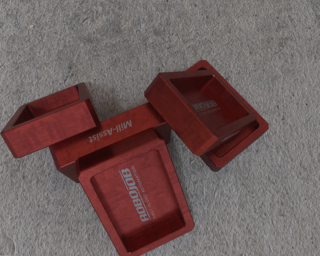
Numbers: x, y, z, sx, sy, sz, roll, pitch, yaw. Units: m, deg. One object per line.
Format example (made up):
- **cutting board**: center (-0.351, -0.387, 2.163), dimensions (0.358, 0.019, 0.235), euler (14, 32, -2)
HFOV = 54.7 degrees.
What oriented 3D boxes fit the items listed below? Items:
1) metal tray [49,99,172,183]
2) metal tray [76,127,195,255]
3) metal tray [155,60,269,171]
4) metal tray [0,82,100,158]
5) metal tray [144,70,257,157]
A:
- **metal tray**: center (-0.052, 0.019, 0.367), dimensions (0.131, 0.090, 0.030), euler (-23, 72, -9)
- **metal tray**: center (-0.023, 0.074, 0.335), dimensions (0.091, 0.030, 0.129), euler (-23, 117, -8)
- **metal tray**: center (0.066, -0.019, 0.414), dimensions (0.090, 0.030, 0.130), euler (-37, 74, -13)
- **metal tray**: center (-0.123, -0.016, 0.363), dimensions (0.091, 0.130, 0.030), euler (-23, 111, -9)
- **metal tray**: center (0.053, -0.025, 0.360), dimensions (0.090, 0.030, 0.131), euler (50, 33, 15)
